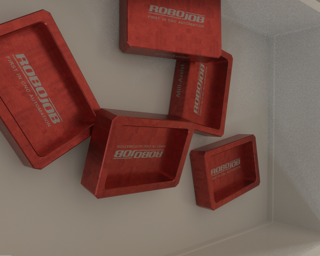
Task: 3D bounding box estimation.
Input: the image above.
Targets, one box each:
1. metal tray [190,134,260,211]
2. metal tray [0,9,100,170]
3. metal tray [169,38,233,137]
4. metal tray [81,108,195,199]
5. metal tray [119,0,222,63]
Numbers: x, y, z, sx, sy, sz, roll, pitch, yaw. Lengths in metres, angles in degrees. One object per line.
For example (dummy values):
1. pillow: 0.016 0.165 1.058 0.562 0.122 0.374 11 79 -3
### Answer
1. metal tray: 0.108 0.066 0.497 0.131 0.030 0.089 -14 99 -39
2. metal tray: -0.120 -0.037 0.303 0.091 0.030 0.129 -38 114 -33
3. metal tray: 0.062 -0.057 0.457 0.091 0.030 0.129 14 81 -39
4. metal tray: -0.020 0.028 0.362 0.131 0.030 0.089 3 106 -46
5. metal tray: 0.016 -0.136 0.394 0.131 0.030 0.089 1 87 -25
